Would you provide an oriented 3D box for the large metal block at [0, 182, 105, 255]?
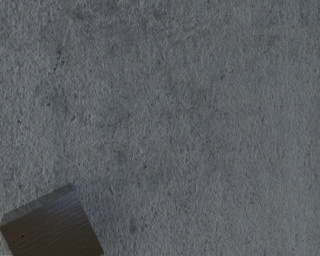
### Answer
[{"bbox_3d":[-0.121,0.120,0.352,0.081,0.050,0.080,-25,99,-19],"label":"large metal block"}]
